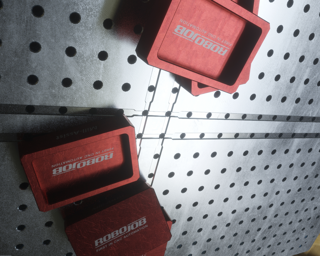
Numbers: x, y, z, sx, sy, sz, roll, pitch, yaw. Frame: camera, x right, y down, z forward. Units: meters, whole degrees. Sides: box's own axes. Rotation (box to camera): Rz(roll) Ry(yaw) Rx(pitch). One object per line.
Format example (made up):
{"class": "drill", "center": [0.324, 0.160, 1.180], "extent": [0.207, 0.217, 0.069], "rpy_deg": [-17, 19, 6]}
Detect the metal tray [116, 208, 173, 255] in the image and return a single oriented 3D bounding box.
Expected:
{"class": "metal tray", "center": [-0.036, 0.198, 0.513], "extent": [0.091, 0.030, 0.129], "rpy_deg": [-4, 120, -27]}

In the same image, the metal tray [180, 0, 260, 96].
{"class": "metal tray", "center": [0.071, -0.111, 0.379], "extent": [0.091, 0.030, 0.129], "rpy_deg": [-15, 125, -20]}

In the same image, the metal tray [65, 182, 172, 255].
{"class": "metal tray", "center": [-0.058, 0.146, 0.445], "extent": [0.131, 0.030, 0.090], "rpy_deg": [-23, 103, -15]}

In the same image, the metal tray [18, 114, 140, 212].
{"class": "metal tray", "center": [-0.094, 0.043, 0.383], "extent": [0.131, 0.030, 0.089], "rpy_deg": [-16, 125, -20]}

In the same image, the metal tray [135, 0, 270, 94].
{"class": "metal tray", "center": [0.049, -0.097, 0.337], "extent": [0.131, 0.030, 0.089], "rpy_deg": [13, 112, -34]}
